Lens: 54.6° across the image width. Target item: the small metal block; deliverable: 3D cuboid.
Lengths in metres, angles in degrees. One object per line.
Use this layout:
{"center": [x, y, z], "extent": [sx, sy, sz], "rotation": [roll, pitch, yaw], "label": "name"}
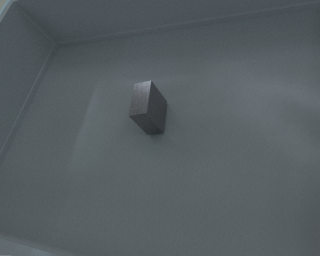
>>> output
{"center": [-0.014, -0.026, 0.410], "extent": [0.025, 0.050, 0.050], "rotation": [-9, 57, 24], "label": "small metal block"}
